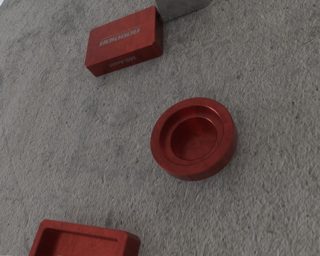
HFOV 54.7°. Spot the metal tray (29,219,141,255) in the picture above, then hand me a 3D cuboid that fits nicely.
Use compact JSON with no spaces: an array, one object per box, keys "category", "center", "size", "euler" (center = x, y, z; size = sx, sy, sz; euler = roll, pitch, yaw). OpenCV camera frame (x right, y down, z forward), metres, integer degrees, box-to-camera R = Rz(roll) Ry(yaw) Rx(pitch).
[{"category":"metal tray","center":[-0.094,0.158,0.352],"size":[0.130,0.030,0.090],"euler":[-2,61,27]}]

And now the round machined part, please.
[{"category":"round machined part","center":[0.042,0.016,0.361],"size":[0.098,0.042,0.098],"euler":[-13,56,21]}]

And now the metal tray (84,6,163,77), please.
[{"category":"metal tray","center":[-0.060,-0.145,0.521],"size":[0.130,0.030,0.090],"euler":[-13,56,21]}]

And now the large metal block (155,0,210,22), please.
[{"category":"large metal block","center":[0.029,-0.231,0.508],"size":[0.080,0.050,0.080],"euler":[-18,54,8]}]
